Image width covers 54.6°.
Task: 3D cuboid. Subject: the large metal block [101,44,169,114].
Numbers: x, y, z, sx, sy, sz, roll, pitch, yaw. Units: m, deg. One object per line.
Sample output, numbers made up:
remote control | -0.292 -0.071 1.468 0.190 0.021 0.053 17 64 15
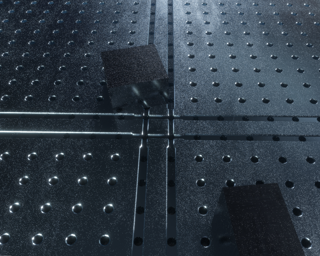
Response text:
large metal block | -0.037 -0.073 0.453 0.081 0.050 0.080 -12 51 -10

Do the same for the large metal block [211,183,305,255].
large metal block | 0.085 0.107 0.283 0.050 0.080 0.080 -4 50 -3
